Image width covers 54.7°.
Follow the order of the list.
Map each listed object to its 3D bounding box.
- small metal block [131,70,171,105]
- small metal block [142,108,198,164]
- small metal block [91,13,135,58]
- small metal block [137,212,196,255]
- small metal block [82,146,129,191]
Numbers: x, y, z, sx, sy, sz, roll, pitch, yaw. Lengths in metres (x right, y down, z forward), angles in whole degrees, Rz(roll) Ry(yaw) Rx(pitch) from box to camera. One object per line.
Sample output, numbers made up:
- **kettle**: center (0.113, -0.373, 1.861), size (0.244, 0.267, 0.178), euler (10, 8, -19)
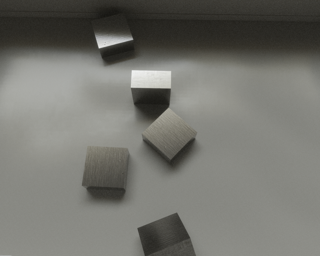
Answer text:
- **small metal block**: center (-0.011, -0.053, 0.416), size (0.050, 0.050, 0.025), euler (1, 70, 0)
- **small metal block**: center (0.012, 0.010, 0.406), size (0.050, 0.025, 0.050), euler (42, 75, 13)
- **small metal block**: center (-0.070, -0.137, 0.459), size (0.050, 0.025, 0.050), euler (-16, 71, -6)
- **small metal block**: center (0.006, 0.127, 0.347), size (0.050, 0.050, 0.025), euler (-20, 110, -8)
- **small metal block**: center (-0.067, 0.051, 0.390), size (0.050, 0.025, 0.050), euler (3, 70, 1)
